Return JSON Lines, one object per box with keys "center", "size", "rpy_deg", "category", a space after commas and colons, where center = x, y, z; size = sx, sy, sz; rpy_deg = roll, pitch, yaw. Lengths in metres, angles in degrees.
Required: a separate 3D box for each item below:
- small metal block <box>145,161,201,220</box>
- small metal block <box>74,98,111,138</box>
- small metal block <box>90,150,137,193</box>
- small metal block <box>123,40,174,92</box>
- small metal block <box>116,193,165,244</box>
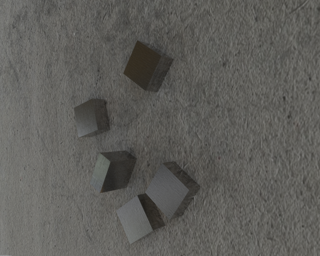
{"center": [0.015, 0.078, 0.392], "size": [0.050, 0.025, 0.050], "rpy_deg": [43, 116, 31], "category": "small metal block"}
{"center": [-0.109, -0.015, 0.495], "size": [0.050, 0.025, 0.050], "rpy_deg": [-19, 78, 38], "category": "small metal block"}
{"center": [-0.066, 0.061, 0.444], "size": [0.025, 0.050, 0.050], "rpy_deg": [32, 110, 35], "category": "small metal block"}
{"center": [-0.017, -0.083, 0.419], "size": [0.050, 0.025, 0.050], "rpy_deg": [40, 114, 32], "category": "small metal block"}
{"center": [-0.028, 0.124, 0.428], "size": [0.050, 0.025, 0.050], "rpy_deg": [-41, 65, 32], "category": "small metal block"}
